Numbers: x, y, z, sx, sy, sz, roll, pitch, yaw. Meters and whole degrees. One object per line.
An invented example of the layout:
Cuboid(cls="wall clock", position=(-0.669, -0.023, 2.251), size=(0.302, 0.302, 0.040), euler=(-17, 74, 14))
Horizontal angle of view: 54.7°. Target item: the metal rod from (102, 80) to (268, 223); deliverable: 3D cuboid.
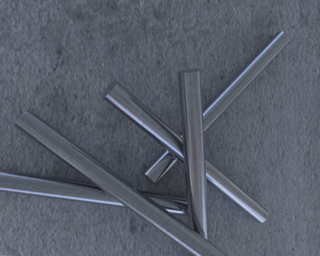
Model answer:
Cuboid(cls="metal rod", position=(0.048, 0.045, 0.404), size=(0.301, 0.025, 0.025), euler=(40, 77, -25))

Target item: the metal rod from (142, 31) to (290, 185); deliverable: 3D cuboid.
Cuboid(cls="metal rod", position=(0.088, -0.037, 0.442), size=(0.301, 0.025, 0.025), euler=(-45, 105, -15))

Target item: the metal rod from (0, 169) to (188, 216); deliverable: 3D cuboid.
Cuboid(cls="metal rod", position=(-0.081, 0.080, 0.379), size=(0.302, 0.025, 0.025), euler=(13, 86, -20))

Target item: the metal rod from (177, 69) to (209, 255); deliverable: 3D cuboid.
Cuboid(cls="metal rod", position=(0.046, 0.078, 0.385), size=(0.025, 0.025, 0.298), euler=(-13, 111, -20))

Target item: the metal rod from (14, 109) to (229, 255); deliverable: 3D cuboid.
Cuboid(cls="metal rod", position=(-0.038, 0.080, 0.369), size=(0.301, 0.025, 0.025), euler=(38, 78, -7))
